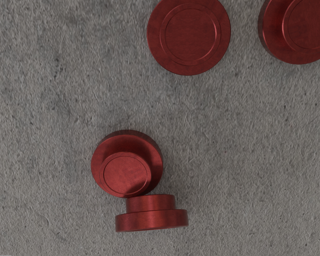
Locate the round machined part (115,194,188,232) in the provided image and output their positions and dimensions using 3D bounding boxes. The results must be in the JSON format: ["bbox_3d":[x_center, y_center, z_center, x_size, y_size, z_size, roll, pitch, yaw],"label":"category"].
[{"bbox_3d":[-0.012,0.117,0.424,0.099,0.098,0.042,-6,71,2],"label":"round machined part"}]

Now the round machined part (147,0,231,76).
[{"bbox_3d":[0.034,-0.109,0.361,0.099,0.042,0.097,0,110,0],"label":"round machined part"}]

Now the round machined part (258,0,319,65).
[{"bbox_3d":[0.168,-0.122,0.357,0.099,0.042,0.097,0,110,0],"label":"round machined part"}]

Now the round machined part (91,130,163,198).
[{"bbox_3d":[-0.045,0.055,0.420,0.099,0.042,0.097,0,110,0],"label":"round machined part"}]
